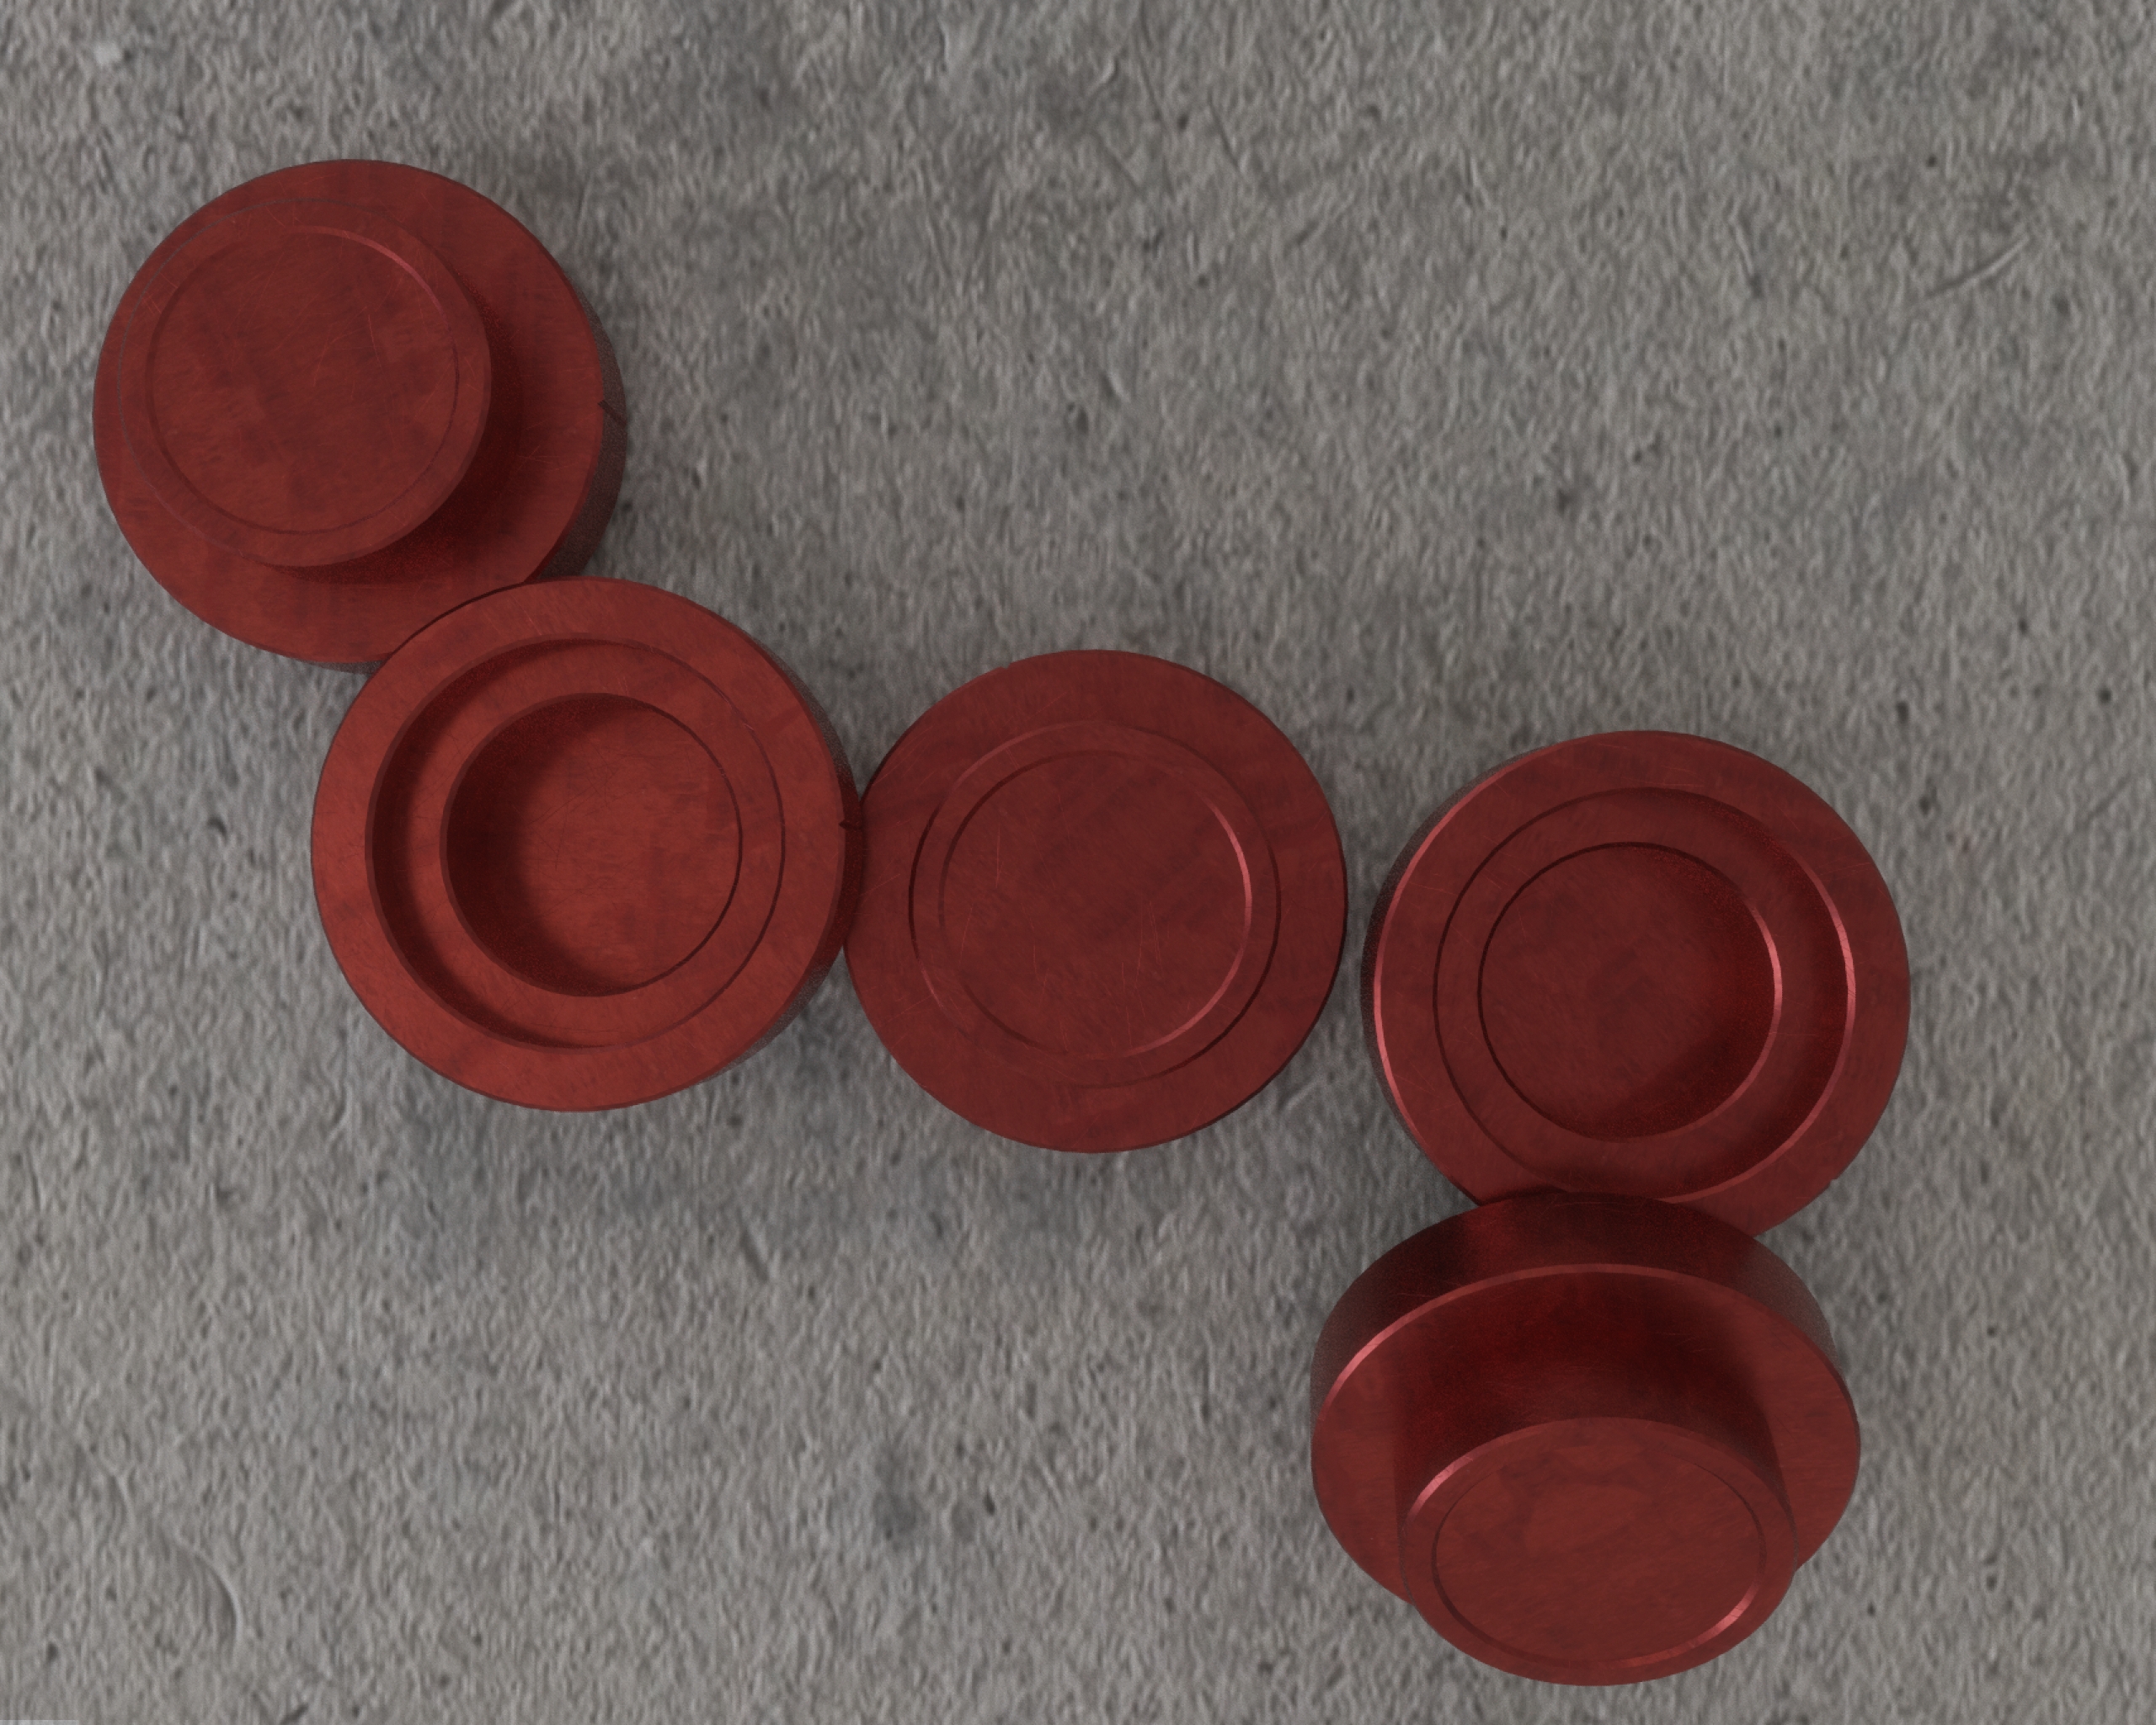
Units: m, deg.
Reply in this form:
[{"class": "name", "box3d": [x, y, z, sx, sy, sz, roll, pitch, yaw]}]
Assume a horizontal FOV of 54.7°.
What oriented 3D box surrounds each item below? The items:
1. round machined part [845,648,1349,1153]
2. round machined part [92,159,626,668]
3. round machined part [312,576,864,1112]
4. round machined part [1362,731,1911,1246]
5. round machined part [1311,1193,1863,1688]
[{"class": "round machined part", "box3d": [0.003, 0.007, 0.401, 0.099, 0.042, 0.097, 0, 90, -1]}, {"class": "round machined part", "box3d": [-0.140, -0.087, 0.398, 0.099, 0.042, 0.097, 0, 88, 1]}, {"class": "round machined part", "box3d": [-0.090, -0.003, 0.398, 0.099, 0.042, 0.097, 0, 89, 3]}, {"class": "round machined part", "box3d": [0.104, 0.024, 0.402, 0.099, 0.042, 0.097, 0, 90, 0]}, {"class": "round machined part", "box3d": [0.092, 0.111, 0.380, 0.099, 0.042, 0.097, 2, 121, 4]}]
